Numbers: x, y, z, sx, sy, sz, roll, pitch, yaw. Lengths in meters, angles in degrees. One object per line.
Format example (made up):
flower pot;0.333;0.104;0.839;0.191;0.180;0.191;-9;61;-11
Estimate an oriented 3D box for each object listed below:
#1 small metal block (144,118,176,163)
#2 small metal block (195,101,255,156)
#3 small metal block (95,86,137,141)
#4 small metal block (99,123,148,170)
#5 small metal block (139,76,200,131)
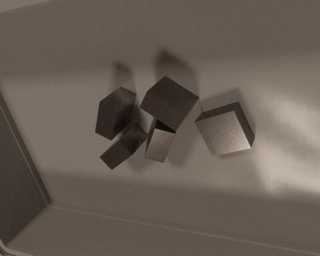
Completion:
small metal block;0.001;0.007;0.391;0.025;0.050;0.050;15;127;-7
small metal block;0.077;0.002;0.368;0.050;0.025;0.050;-17;110;34
small metal block;-0.058;-0.020;0.409;0.025;0.050;0.050;26;127;12
small metal block;-0.049;0.026;0.433;0.025;0.050;0.050;48;129;-6
small metal block;0.012;-0.030;0.366;0.050;0.050;0.025;34;129;5
